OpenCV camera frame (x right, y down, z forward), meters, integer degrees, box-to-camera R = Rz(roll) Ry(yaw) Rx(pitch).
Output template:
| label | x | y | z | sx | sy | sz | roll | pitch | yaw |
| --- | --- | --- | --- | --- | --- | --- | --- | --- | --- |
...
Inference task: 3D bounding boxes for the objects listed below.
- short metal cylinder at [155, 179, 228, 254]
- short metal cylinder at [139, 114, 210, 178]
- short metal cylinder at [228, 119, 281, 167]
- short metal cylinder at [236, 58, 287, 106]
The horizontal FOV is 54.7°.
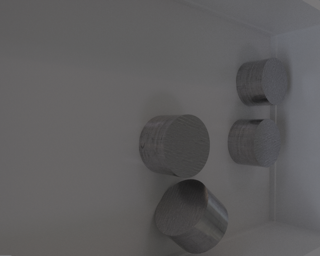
| label | x | y | z | sx | sy | sz | roll | pitch | yaw |
| --- | --- | --- | --- | --- | --- | --- | --- | --- | --- |
| short metal cylinder | 0.041 | 0.115 | 0.405 | 0.050 | 0.080 | 0.080 | 48 | 62 | -30 |
| short metal cylinder | 0.020 | 0.023 | 0.407 | 0.081 | 0.050 | 0.080 | 0 | 90 | -40 |
| short metal cylinder | 0.160 | 0.024 | 0.524 | 0.081 | 0.050 | 0.080 | 0 | 90 | -40 |
| short metal cylinder | 0.178 | -0.078 | 0.539 | 0.081 | 0.050 | 0.080 | 0 | 90 | -40 |
